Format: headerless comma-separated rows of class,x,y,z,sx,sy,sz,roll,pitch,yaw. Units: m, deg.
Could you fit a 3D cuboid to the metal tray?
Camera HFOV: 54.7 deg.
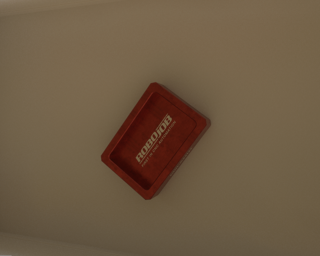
metal tray,-0.007,0.017,0.409,0.090,0.030,0.129,39,102,15
